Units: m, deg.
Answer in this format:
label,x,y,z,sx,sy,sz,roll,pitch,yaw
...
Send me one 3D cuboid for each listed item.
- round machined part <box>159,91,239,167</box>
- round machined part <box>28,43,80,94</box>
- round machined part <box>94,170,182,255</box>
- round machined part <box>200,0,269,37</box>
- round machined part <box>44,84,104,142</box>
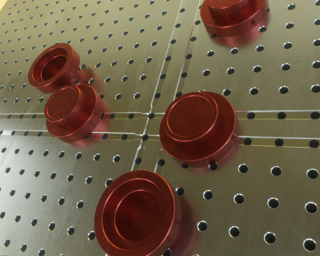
label,x,y,z,sx,sy,sz,roll,pitch,yaw
round machined part,0.043,-0.005,0.379,0.098,0.042,0.098,-13,56,21
round machined part,-0.184,-0.102,0.558,0.098,0.042,0.098,-13,56,21
round machined part,-0.021,0.100,0.348,0.098,0.042,0.098,-13,56,21
round machined part,0.106,-0.186,0.456,0.098,0.042,0.098,-13,56,21
round machined part,-0.143,-0.030,0.492,0.098,0.042,0.098,-13,56,21
